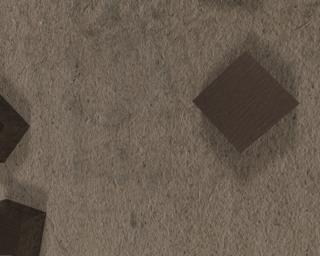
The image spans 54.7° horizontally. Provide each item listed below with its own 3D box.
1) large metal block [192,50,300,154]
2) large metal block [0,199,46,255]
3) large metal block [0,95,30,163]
[{"bbox_3d":[0.099,-0.028,0.361,0.080,0.050,0.080,-44,77,14],"label":"large metal block"},{"bbox_3d":[-0.230,0.163,0.475,0.080,0.050,0.079,12,94,19],"label":"large metal block"},{"bbox_3d":[-0.269,0.001,0.488,0.080,0.050,0.080,43,103,14],"label":"large metal block"}]
